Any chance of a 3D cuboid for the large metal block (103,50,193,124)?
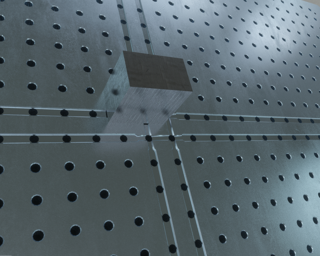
[{"bbox_3d":[-0.018,-0.047,0.391,0.081,0.080,0.050,1,62,-28],"label":"large metal block"}]
